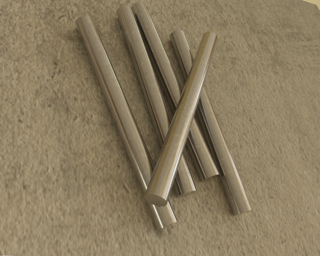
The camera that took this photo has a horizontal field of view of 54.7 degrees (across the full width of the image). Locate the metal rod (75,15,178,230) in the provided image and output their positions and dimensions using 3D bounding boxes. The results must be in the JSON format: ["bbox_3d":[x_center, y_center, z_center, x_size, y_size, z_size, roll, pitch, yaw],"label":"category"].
[{"bbox_3d":[-0.049,-0.021,0.391,0.025,0.025,0.299,-11,68,-33],"label":"metal rod"}]

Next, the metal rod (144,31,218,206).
[{"bbox_3d":[0.039,-0.036,0.414,0.025,0.025,0.300,29,52,-10],"label":"metal rod"}]

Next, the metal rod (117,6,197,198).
[{"bbox_3d":[-0.011,-0.051,0.430,0.025,0.025,0.299,-5,64,-31],"label":"metal rod"}]

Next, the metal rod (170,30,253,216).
[{"bbox_3d":[0.067,-0.023,0.455,0.025,0.025,0.299,-2,63,-30],"label":"metal rod"}]

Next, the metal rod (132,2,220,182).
[{"bbox_3d":[0.015,-0.066,0.453,0.025,0.025,0.299,-8,66,-32],"label":"metal rod"}]
